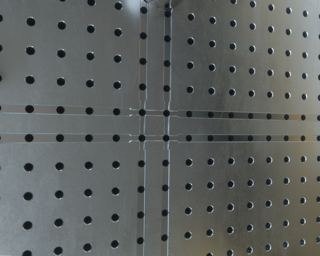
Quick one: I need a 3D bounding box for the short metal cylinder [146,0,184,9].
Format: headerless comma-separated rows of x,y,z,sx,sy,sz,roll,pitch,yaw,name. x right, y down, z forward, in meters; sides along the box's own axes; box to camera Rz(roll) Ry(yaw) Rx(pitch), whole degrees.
0.012,-0.205,0.404,0.081,0.050,0.079,0,90,-21,short metal cylinder
